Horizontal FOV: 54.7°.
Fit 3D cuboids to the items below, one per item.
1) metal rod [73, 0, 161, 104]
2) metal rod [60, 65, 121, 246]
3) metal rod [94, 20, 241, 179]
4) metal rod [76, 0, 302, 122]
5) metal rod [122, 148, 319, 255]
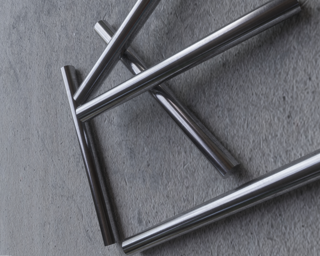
[{"bbox_3d":[-0.026,-0.149,0.402,0.299,0.025,0.025,-51,60,19],"label":"metal rod"},{"bbox_3d":[-0.115,0.035,0.500,0.025,0.025,0.299,-29,72,36],"label":"metal rod"},{"bbox_3d":[-0.006,-0.054,0.409,0.300,0.025,0.025,50,120,28],"label":"metal rod"},{"bbox_3d":[0.011,-0.071,0.369,0.300,0.025,0.025,-23,75,29],"label":"metal rod"},{"bbox_3d":[0.057,0.097,0.357,0.299,0.025,0.025,-36,68,34],"label":"metal rod"}]
